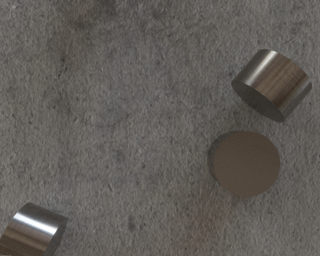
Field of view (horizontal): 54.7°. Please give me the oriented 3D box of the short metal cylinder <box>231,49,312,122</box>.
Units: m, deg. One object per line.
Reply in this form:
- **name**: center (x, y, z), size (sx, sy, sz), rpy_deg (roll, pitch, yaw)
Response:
- **short metal cylinder**: center (0.137, -0.051, 0.384), size (0.080, 0.080, 0.050), rpy_deg (40, 90, -1)

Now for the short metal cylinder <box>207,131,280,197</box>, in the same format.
- **short metal cylinder**: center (0.105, 0.043, 0.399), size (0.081, 0.050, 0.079), rpy_deg (0, 90, -1)

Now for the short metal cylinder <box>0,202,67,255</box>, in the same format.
- **short metal cylinder**: center (-0.156, 0.139, 0.381), size (0.050, 0.080, 0.080), rpy_deg (23, 90, -1)
